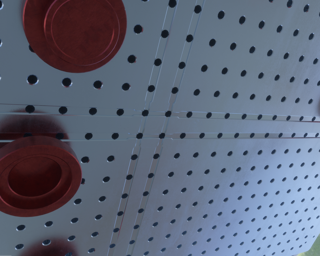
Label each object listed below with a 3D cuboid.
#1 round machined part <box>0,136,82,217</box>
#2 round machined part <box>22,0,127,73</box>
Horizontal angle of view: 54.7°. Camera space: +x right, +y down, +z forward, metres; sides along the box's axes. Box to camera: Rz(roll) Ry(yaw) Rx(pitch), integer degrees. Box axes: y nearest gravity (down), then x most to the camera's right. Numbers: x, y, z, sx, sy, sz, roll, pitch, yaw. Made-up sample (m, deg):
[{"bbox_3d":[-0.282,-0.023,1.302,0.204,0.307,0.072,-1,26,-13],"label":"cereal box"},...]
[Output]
[{"bbox_3d":[-0.143,0.050,0.354,0.099,0.042,0.097,-14,125,-21],"label":"round machined part"},{"bbox_3d":[-0.078,-0.099,0.297,0.099,0.042,0.097,-14,124,-21],"label":"round machined part"}]
